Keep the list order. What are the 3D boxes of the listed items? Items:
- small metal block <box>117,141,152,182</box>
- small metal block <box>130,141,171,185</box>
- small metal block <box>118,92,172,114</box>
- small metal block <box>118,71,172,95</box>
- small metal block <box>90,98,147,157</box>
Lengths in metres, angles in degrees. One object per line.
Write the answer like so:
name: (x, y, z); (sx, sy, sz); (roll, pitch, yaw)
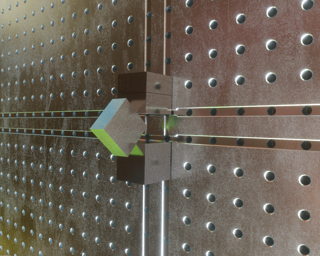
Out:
small metal block: (-0.031, 0.043, 0.416); (0.025, 0.050, 0.050); (2, 91, 40)
small metal block: (-0.012, 0.043, 0.399); (0.025, 0.050, 0.050); (2, 91, 40)
small metal block: (-0.020, -0.031, 0.407); (0.050, 0.050, 0.025); (3, 92, 39)
small metal block: (-0.019, -0.057, 0.406); (0.050, 0.050, 0.025); (3, 92, 39)
small metal block: (-0.049, -0.001, 0.377); (0.025, 0.050, 0.050); (1, 48, 40)
